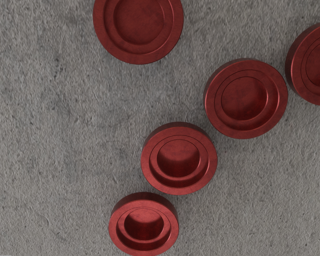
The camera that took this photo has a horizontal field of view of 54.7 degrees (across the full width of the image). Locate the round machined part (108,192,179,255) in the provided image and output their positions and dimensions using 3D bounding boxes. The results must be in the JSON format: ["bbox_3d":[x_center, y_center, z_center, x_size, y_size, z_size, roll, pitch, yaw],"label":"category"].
[{"bbox_3d":[-0.023,0.134,0.450,0.099,0.042,0.097,0,110,0],"label":"round machined part"}]

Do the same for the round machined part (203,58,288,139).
[{"bbox_3d":[0.103,-0.039,0.387,0.099,0.042,0.097,0,110,0],"label":"round machined part"}]

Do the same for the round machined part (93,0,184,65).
[{"bbox_3d":[-0.023,-0.125,0.354,0.099,0.042,0.097,0,110,0],"label":"round machined part"}]

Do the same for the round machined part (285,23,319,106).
[{"bbox_3d":[0.199,-0.079,0.373,0.099,0.042,0.097,0,110,0],"label":"round machined part"}]

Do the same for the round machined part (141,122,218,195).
[{"bbox_3d":[0.024,0.037,0.414,0.099,0.042,0.097,0,110,0],"label":"round machined part"}]
